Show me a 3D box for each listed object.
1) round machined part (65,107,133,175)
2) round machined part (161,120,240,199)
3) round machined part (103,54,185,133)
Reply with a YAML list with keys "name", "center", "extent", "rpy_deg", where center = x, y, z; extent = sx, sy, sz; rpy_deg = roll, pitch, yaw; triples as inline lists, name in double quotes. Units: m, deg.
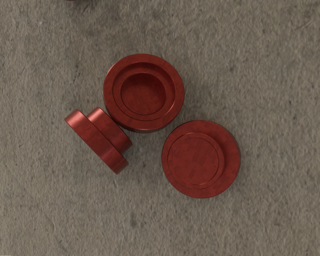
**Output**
- name: "round machined part"
  center: [-0.073, 0.011, 0.400]
  extent: [0.042, 0.098, 0.098]
  rpy_deg: [-43, 76, -11]
- name: "round machined part"
  center: [0.048, 0.039, 0.383]
  extent: [0.098, 0.042, 0.097]
  rpy_deg: [0, 90, 19]
- name: "round machined part"
  center: [-0.021, -0.040, 0.392]
  extent: [0.099, 0.042, 0.098]
  rpy_deg: [2, 76, -9]
